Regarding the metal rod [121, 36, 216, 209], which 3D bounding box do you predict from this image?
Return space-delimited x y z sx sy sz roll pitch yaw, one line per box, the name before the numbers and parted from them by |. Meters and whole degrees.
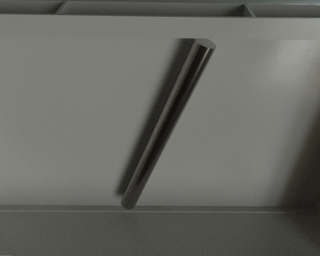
metal rod | -0.002 0.016 0.419 0.025 0.025 0.298 15 129 -13
